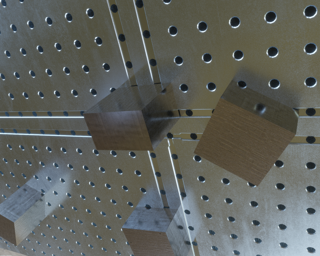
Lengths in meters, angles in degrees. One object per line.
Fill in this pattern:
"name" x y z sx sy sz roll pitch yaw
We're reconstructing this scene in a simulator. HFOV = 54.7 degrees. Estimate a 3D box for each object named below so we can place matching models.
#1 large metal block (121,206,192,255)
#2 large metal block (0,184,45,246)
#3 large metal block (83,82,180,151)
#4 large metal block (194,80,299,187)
"large metal block" -0.004 0.178 0.506 0.080 0.050 0.080 -5 116 30
"large metal block" -0.283 0.176 0.630 0.050 0.080 0.079 25 127 13
"large metal block" -0.032 -0.015 0.382 0.080 0.080 0.050 -1 118 28
"large metal block" 0.095 0.006 0.348 0.080 0.050 0.079 28 128 10
